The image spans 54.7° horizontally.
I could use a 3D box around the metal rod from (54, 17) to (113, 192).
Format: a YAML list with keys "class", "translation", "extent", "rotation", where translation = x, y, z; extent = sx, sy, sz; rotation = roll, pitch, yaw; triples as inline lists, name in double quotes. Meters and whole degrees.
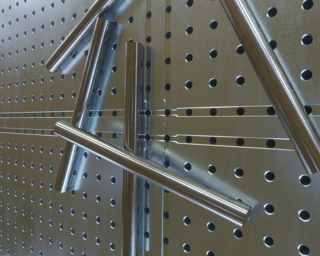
- class: "metal rod"
  translation: [-0.129, -0.030, 0.512]
  extent: [0.025, 0.025, 0.298]
  rotation: [29, 108, 36]

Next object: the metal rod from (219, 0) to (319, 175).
- class: "metal rod"
  translation: [0.098, -0.095, 0.327]
  extent: [0.025, 0.025, 0.299]
  rotation: [-33, 70, 35]

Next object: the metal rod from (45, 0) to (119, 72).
- class: "metal rod"
  translation: [-0.097, -0.183, 0.486]
  extent: [0.299, 0.025, 0.025]
  rotation: [-35, 69, 34]

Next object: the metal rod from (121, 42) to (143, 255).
- class: "metal rod"
  translation: [-0.040, 0.031, 0.439]
  extent: [0.025, 0.025, 0.298]
  rotation: [2, 91, 39]

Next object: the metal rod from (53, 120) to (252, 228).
- class: "metal rod"
  translation: [-0.030, 0.048, 0.403]
  extent: [0.300, 0.025, 0.025]
  rotation: [21, 104, 28]
